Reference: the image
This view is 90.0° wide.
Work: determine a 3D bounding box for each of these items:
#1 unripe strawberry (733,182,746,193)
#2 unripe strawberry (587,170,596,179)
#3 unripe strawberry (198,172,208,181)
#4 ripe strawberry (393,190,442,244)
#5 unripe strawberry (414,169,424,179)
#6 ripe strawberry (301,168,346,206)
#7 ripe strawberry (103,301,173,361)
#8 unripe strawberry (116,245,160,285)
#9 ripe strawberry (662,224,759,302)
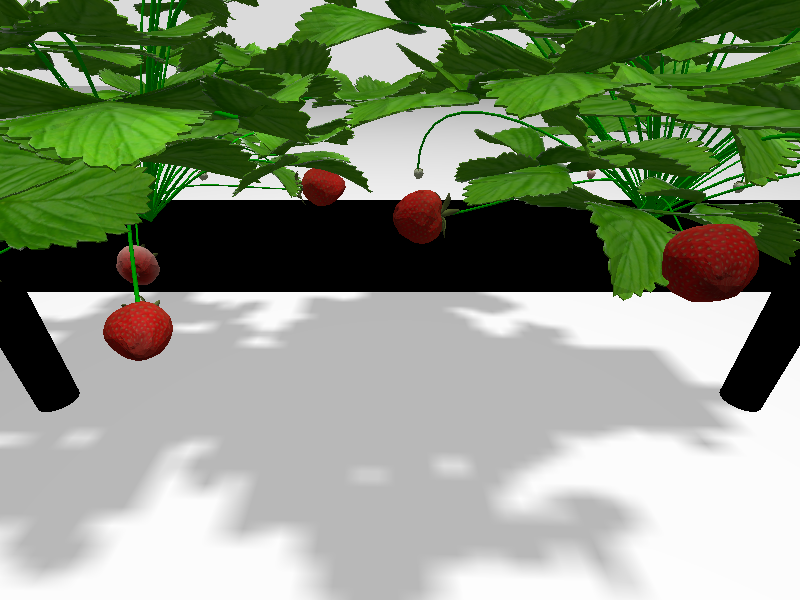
[{"bbox_3d":[0.363,-0.120,0.429,0.011,0.011,0.011,-16,34,-26],"label":"unripe strawberry"},{"bbox_3d":[0.233,-0.153,0.487,0.010,0.011,0.011,1,30,3],"label":"unripe strawberry"},{"bbox_3d":[-0.240,-0.151,0.488,0.011,0.010,0.010,-3,30,-5],"label":"unripe strawberry"},{"bbox_3d":[0.013,-0.064,0.307,0.039,0.040,0.035,-7,31,-12],"label":"ripe strawberry"},{"bbox_3d":[0.021,-0.142,0.452,0.011,0.011,0.011,15,33,25],"label":"unripe strawberry"},{"bbox_3d":[-0.075,-0.112,0.393,0.042,0.036,0.042,-8,31,-15],"label":"ripe strawberry"},{"bbox_3d":[-0.119,0.016,0.183,0.027,0.028,0.029,-15,34,-24],"label":"ripe strawberry"},{"bbox_3d":[-0.162,-0.020,0.247,0.022,0.025,0.024,-14,33,-23],"label":"unripe strawberry"},{"bbox_3d":[0.175,-0.018,0.226,0.045,0.047,0.049,10,32,16],"label":"ripe strawberry"}]
